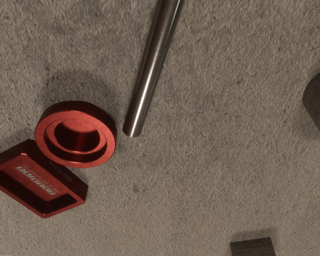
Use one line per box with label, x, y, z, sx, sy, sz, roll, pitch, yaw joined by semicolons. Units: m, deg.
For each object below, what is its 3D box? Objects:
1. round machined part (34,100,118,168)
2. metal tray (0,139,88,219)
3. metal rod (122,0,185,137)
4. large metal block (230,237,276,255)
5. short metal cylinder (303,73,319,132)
round machined part;-0.104;0.004;0.398;0.099;0.042;0.097;-1;130;0
metal tray;-0.185;0.082;0.470;0.090;0.030;0.130;-25;126;19
metal rod;0.004;-0.106;0.317;0.025;0.025;0.298;12;129;-11
large metal block;0.190;0.268;0.622;0.080;0.050;0.080;-12;129;9
short metal cylinder;0.221;-0.030;0.369;0.081;0.050;0.079;0;130;0
